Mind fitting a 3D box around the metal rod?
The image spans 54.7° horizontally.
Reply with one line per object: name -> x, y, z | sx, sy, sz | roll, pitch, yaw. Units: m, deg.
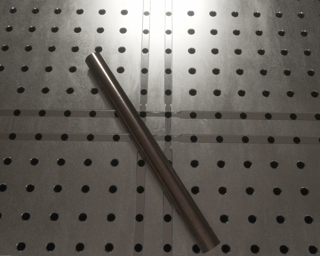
metal rod -> -0.018, 0.020, 0.404 | 0.025, 0.025, 0.299 | -30, 73, -11
